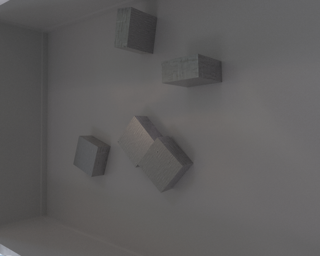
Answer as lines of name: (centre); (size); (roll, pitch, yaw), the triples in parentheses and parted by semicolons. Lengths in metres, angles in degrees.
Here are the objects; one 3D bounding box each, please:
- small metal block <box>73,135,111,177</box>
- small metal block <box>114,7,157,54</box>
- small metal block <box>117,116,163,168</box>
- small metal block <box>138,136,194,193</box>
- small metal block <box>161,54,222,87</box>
small metal block: (-0.110, 0.044, 0.498); (0.050, 0.025, 0.050); (24, 105, 37)
small metal block: (-0.032, -0.129, 0.417); (0.025, 0.050, 0.050); (12, 98, 39)
small metal block: (-0.026, 0.018, 0.429); (0.050, 0.025, 0.050); (51, 120, 28)
small metal block: (0.006, 0.046, 0.399); (0.050, 0.025, 0.050); (48, 119, 24)
small metal block: (0.037, -0.065, 0.360); (0.050, 0.050, 0.025); (-3, 89, 40)
